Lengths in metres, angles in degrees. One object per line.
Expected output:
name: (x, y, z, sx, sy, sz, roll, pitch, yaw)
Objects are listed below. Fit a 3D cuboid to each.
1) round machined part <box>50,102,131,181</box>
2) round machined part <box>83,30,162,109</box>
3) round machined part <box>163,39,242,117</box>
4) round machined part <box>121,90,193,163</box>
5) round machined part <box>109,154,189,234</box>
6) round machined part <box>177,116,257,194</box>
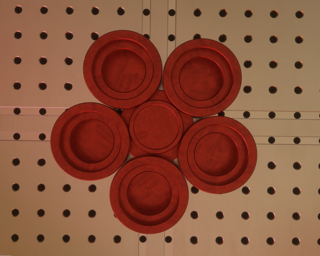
round machined part: (-0.086, 0.016, 0.404, 0.099, 0.042, 0.097, 0, 90, 0)
round machined part: (-0.046, -0.073, 0.404, 0.099, 0.042, 0.097, 0, 90, 0)
round machined part: (0.053, -0.063, 0.405, 0.099, 0.042, 0.097, 0, 90, 0)
round machined part: (-0.005, -0.001, 0.404, 0.099, 0.042, 0.097, 0, 90, 0)
round machined part: (-0.013, 0.083, 0.404, 0.099, 0.042, 0.097, 0, 90, 0)
round machined part: (0.072, 0.033, 0.405, 0.099, 0.042, 0.097, 0, 90, 0)
